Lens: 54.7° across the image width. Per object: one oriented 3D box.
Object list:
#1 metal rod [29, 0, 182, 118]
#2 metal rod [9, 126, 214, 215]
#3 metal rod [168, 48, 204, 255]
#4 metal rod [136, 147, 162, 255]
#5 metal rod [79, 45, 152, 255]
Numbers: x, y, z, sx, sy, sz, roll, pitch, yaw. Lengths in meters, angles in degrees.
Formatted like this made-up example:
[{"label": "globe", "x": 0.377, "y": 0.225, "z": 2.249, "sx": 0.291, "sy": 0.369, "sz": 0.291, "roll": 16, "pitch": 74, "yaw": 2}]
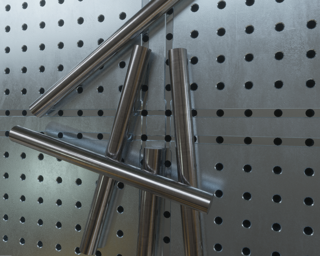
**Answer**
[{"label": "metal rod", "x": -0.074, "y": -0.110, "z": 0.437, "sx": 0.300, "sy": 0.025, "sz": 0.025, "roll": -36, "pitch": 79, "yaw": 16}, {"label": "metal rod", "x": -0.077, "y": 0.049, "z": 0.410, "sx": 0.301, "sy": 0.025, "sz": 0.025, "roll": 17, "pitch": 96, "yaw": 19}, {"label": "metal rod", "x": 0.034, "y": 0.048, "z": 0.399, "sx": 0.025, "sy": 0.025, "sz": 0.298, "roll": -5, "pitch": 88, "yaw": 19}, {"label": "metal rod", "x": -0.020, "y": 0.175, "z": 0.418, "sx": 0.025, "sy": 0.025, "sz": 0.298, "roll": 5, "pitch": 92, "yaw": 19}, {"label": "metal rod", "x": -0.064, "y": 0.034, "z": 0.433, "sx": 0.025, "sy": 0.025, "sz": 0.298, "roll": 18, "pitch": 96, "yaw": 19}]
